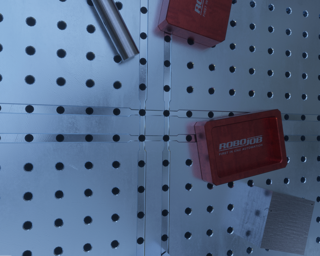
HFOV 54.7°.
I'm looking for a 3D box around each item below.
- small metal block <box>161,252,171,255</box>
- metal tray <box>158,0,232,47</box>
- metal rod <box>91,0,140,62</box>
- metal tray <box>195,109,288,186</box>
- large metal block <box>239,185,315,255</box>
[{"bbox_3d":[0.003,0.196,0.402,0.050,0.050,0.025,-31,101,-18],"label":"small metal block"},{"bbox_3d":[0.056,-0.190,0.431,0.091,0.030,0.129,13,86,-20],"label":"metal tray"},{"bbox_3d":[-0.104,-0.222,0.374,0.025,0.025,0.299,-30,100,-18],"label":"metal rod"},{"bbox_3d":[0.121,0.025,0.456,0.131,0.030,0.089,-10,94,-20],"label":"metal tray"},{"bbox_3d":[0.176,0.137,0.466,0.081,0.050,0.080,16,85,-20],"label":"large metal block"}]
